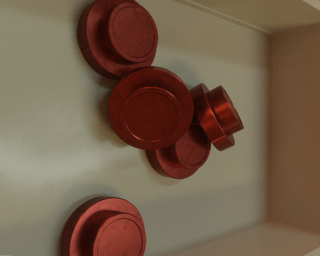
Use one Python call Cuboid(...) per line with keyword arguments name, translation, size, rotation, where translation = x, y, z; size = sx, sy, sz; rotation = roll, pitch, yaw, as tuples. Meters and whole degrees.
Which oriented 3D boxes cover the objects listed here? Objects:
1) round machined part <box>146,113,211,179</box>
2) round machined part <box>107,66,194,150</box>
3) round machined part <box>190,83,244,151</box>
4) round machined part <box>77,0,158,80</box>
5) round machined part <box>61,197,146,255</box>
Cuboid(name="round machined part", translation=(0.032, 0.021, 0.422), size=(0.099, 0.042, 0.097), rotation=(0, 90, -40))
Cuboid(name="round machined part", translation=(-0.011, -0.018, 0.352), size=(0.099, 0.042, 0.097), rotation=(-1, 111, -3))
Cuboid(name="round machined part", translation=(0.082, -0.020, 0.430), size=(0.098, 0.042, 0.098), rotation=(52, 20, -28))
Cuboid(name="round machined part", translation=(-0.041, -0.107, 0.361), size=(0.099, 0.042, 0.097), rotation=(0, 90, -40))
Cuboid(name="round machined part", translation=(-0.055, 0.127, 0.344), size=(0.099, 0.042, 0.097), rotation=(6, 80, -40))
